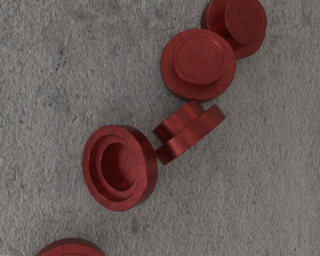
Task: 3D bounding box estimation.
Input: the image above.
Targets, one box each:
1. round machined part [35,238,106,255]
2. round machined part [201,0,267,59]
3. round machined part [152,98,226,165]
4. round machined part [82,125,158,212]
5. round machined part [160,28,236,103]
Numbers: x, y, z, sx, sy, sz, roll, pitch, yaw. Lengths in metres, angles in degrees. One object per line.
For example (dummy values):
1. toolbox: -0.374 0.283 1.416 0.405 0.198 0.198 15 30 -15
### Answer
1. round machined part: -0.107 0.176 0.361 0.099 0.042 0.097 0 90 -20
2. round machined part: 0.111 -0.149 0.441 0.099 0.042 0.097 0 90 -20
3. round machined part: 0.029 0.000 0.383 0.098 0.098 0.042 -37 87 -16
4. round machined part: -0.042 0.044 0.365 0.042 0.098 0.097 -6 93 -56
5. round machined part: 0.050 -0.083 0.400 0.099 0.042 0.097 0 82 1
